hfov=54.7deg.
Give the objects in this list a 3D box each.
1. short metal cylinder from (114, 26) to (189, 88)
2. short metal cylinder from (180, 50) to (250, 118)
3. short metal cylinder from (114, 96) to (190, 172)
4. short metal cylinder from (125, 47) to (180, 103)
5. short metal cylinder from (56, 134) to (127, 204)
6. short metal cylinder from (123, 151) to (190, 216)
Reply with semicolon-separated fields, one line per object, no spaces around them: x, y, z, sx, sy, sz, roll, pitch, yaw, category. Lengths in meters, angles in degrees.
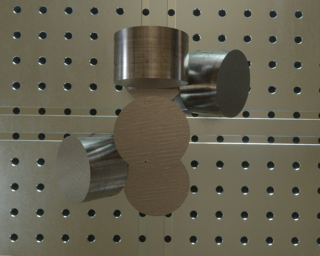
-0.009;-0.073;0.334;0.081;0.080;0.050;0;90;0;short metal cylinder
0.069;-0.055;0.379;0.050;0.080;0.080;11;90;40;short metal cylinder
-0.008;0.006;0.350;0.081;0.050;0.079;0;90;0;short metal cylinder
-0.007;-0.069;0.400;0.081;0.050;0.079;0;91;0;short metal cylinder
-0.085;0.048;0.380;0.050;0.080;0.080;-2;90;-44;short metal cylinder
-0.004;0.067;0.400;0.081;0.050;0.079;0;91;-1;short metal cylinder
